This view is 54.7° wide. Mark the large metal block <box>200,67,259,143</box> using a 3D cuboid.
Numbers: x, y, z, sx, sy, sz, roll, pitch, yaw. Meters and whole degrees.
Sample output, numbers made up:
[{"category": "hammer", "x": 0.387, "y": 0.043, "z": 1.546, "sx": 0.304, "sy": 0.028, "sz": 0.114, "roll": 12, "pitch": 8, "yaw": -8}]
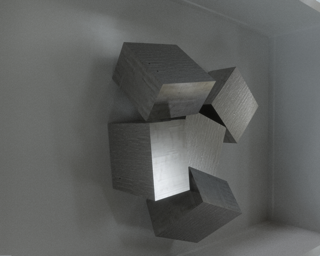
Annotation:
[{"category": "large metal block", "x": 0.096, "y": -0.034, "z": 0.472, "sx": 0.080, "sy": 0.050, "sz": 0.080, "roll": 52, "pitch": 60, "yaw": -28}]

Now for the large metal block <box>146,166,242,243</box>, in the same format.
[{"category": "large metal block", "x": 0.043, "y": 0.102, "z": 0.399, "sx": 0.080, "sy": 0.080, "sz": 0.050, "roll": 26, "pitch": 32, "yaw": -39}]

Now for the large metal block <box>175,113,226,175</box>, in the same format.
[{"category": "large metal block", "x": 0.039, "y": 0.024, "z": 0.424, "sx": 0.080, "sy": 0.050, "sz": 0.080, "roll": 24, "pitch": 75, "yaw": -38}]

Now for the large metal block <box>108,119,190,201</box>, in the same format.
[{"category": "large metal block", "x": -0.015, "y": 0.032, "z": 0.359, "sx": 0.050, "sy": 0.080, "sz": 0.079, "roll": -7, "pitch": 95, "yaw": -40}]

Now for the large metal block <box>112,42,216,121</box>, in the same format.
[{"category": "large metal block", "x": 0.003, "y": -0.057, "z": 0.366, "sx": 0.081, "sy": 0.080, "sz": 0.050, "roll": -10, "pitch": 138, "yaw": -39}]
